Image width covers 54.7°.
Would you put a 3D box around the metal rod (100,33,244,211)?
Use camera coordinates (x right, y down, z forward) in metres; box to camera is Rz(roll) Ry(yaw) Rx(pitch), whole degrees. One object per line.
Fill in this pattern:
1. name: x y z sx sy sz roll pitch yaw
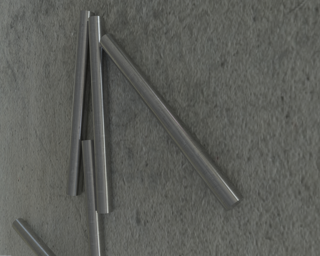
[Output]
1. metal rod: 0.001 -0.024 0.402 0.025 0.025 0.300 -51 60 27

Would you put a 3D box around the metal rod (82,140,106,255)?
1. metal rod: -0.100 0.168 0.484 0.025 0.025 0.298 -8 85 39

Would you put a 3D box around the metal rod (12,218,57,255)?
1. metal rod: -0.191 0.232 0.540 0.300 0.025 0.025 18 101 44

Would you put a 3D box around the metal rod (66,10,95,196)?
1. metal rod: -0.131 -0.038 0.510 0.025 0.025 0.298 9 95 39

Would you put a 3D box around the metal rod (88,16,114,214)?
1. metal rod: -0.091 -0.022 0.477 0.025 0.025 0.298 -5 87 39
